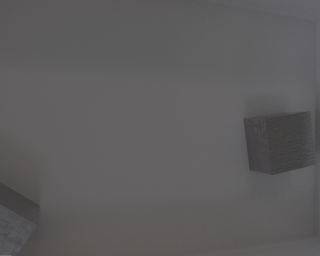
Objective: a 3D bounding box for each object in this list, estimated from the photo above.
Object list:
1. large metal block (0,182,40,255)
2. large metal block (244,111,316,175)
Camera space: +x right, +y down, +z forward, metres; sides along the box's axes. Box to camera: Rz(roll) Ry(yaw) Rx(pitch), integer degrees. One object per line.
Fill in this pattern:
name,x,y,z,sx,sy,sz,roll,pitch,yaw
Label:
large metal block,-0.175,0.090,0.317,0.080,0.080,0.050,38,78,-16
large metal block,0.178,0.020,0.463,0.081,0.050,0.080,-8,93,-20
